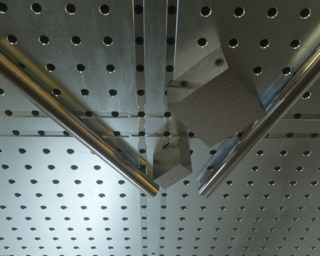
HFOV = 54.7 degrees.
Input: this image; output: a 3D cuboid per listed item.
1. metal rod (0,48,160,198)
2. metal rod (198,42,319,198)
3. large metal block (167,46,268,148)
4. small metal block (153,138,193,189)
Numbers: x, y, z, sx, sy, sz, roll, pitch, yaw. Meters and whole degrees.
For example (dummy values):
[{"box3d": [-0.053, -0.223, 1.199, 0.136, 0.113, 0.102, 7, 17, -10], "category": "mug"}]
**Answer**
[{"box3d": [-0.099, 0.010, 0.418, 0.025, 0.025, 0.300, -29, 125, 22], "category": "metal rod"}, {"box3d": [0.134, -0.001, 0.413, 0.025, 0.025, 0.298, 19, 128, -16], "category": "metal rod"}, {"box3d": [0.065, -0.034, 0.368, 0.080, 0.050, 0.080, -34, 123, 25], "category": "large metal block"}, {"box3d": [0.017, 0.050, 0.439, 0.050, 0.050, 0.025, -36, 122, 26], "category": "small metal block"}]
